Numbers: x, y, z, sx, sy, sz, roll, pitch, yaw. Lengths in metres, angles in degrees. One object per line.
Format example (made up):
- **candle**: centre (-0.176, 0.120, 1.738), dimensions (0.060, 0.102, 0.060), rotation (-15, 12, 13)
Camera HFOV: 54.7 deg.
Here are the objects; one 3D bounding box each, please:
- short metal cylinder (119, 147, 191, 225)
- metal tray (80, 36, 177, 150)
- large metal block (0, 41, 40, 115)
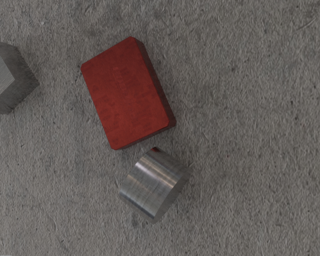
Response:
- **short metal cylinder**: centre (-0.005, 0.070, 0.381), dimensions (0.050, 0.080, 0.080), rotation (33, 101, 17)
- **metal tray**: centre (-0.044, -0.045, 0.422), dimensions (0.090, 0.030, 0.129), rotation (-25, 82, 18)
- **large metal block**: centre (-0.251, -0.078, 0.484), dimensions (0.080, 0.050, 0.080), rotation (-38, 78, 16)
